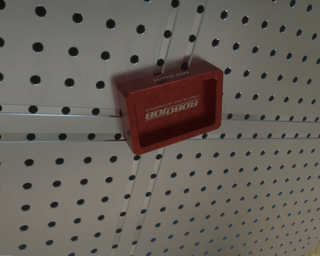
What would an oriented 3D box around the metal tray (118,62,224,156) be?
[{"bbox_3d":[0.017,-0.026,0.400,0.131,0.030,0.089,-17,125,-18],"label":"metal tray"}]
